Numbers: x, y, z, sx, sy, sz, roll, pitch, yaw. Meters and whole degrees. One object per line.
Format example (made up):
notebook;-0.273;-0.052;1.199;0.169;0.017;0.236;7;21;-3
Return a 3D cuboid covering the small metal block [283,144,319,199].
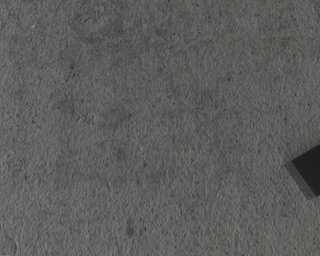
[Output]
small metal block;0.195;0.054;0.390;0.050;0.025;0.050;-27;72;-10
